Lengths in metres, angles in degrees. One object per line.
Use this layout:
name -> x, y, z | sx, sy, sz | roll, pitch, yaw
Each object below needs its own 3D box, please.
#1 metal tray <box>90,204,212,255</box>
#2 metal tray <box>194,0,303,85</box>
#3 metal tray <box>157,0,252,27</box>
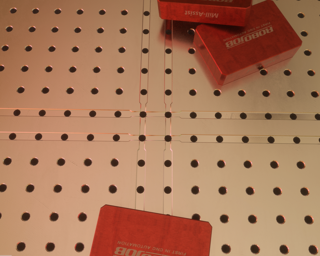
metal tray -> -0.011, 0.145, 0.356 | 0.131, 0.030, 0.090 | 9, 70, 3
metal tray -> 0.127, -0.128, 0.458 | 0.131, 0.030, 0.090 | -23, 72, -9
metal tray -> 0.071, -0.196, 0.460 | 0.131, 0.030, 0.090 | 10, 57, 14
